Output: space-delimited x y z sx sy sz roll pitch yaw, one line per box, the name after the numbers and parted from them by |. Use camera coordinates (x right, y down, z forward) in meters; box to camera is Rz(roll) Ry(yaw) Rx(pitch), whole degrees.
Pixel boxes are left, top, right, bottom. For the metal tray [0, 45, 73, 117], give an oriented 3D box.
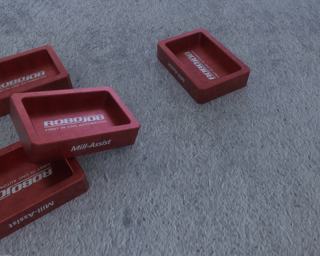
-0.208 -0.070 0.457 0.131 0.030 0.090 -24 54 -19 | metal tray

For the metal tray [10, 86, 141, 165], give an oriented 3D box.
-0.101 -0.009 0.377 0.131 0.030 0.090 -11 47 -36 | metal tray

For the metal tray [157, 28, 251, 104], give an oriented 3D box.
0.064 -0.101 0.485 0.091 0.030 0.130 -23 54 -18 | metal tray

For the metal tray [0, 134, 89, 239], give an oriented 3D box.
-0.159 0.061 0.346 0.131 0.030 0.090 -28 55 -22 | metal tray
